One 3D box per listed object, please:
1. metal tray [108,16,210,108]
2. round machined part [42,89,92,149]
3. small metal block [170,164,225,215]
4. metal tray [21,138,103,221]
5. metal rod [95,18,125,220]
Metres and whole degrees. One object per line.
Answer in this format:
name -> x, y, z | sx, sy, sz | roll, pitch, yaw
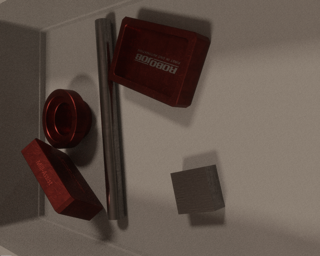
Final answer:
metal tray -> -0.007, -0.089, 0.407 | 0.130, 0.030, 0.089 | 27, 106, 36
round machined part -> -0.151, -0.015, 0.518 | 0.098, 0.042, 0.097 | 0, 90, 39
small metal block -> 0.044, 0.073, 0.369 | 0.050, 0.025, 0.050 | -18, 79, 38
metal tray -> -0.152, 0.081, 0.485 | 0.030, 0.090, 0.130 | -43, 60, -2
metal rod -> -0.076, -0.015, 0.466 | 0.025, 0.025, 0.298 | -7, 85, 39
